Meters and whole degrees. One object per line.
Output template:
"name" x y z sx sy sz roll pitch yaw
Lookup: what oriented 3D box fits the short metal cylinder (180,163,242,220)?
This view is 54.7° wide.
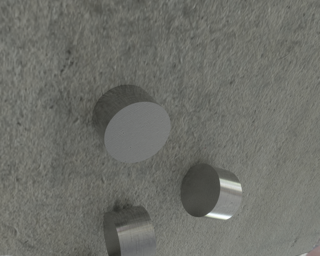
"short metal cylinder" 0.078 0.099 0.477 0.050 0.080 0.080 20 107 -36

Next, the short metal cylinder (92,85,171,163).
"short metal cylinder" -0.034 -0.005 0.370 0.081 0.050 0.079 -14 125 -21

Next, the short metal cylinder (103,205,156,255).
"short metal cylinder" -0.045 0.156 0.445 0.050 0.080 0.079 -6 121 -26
